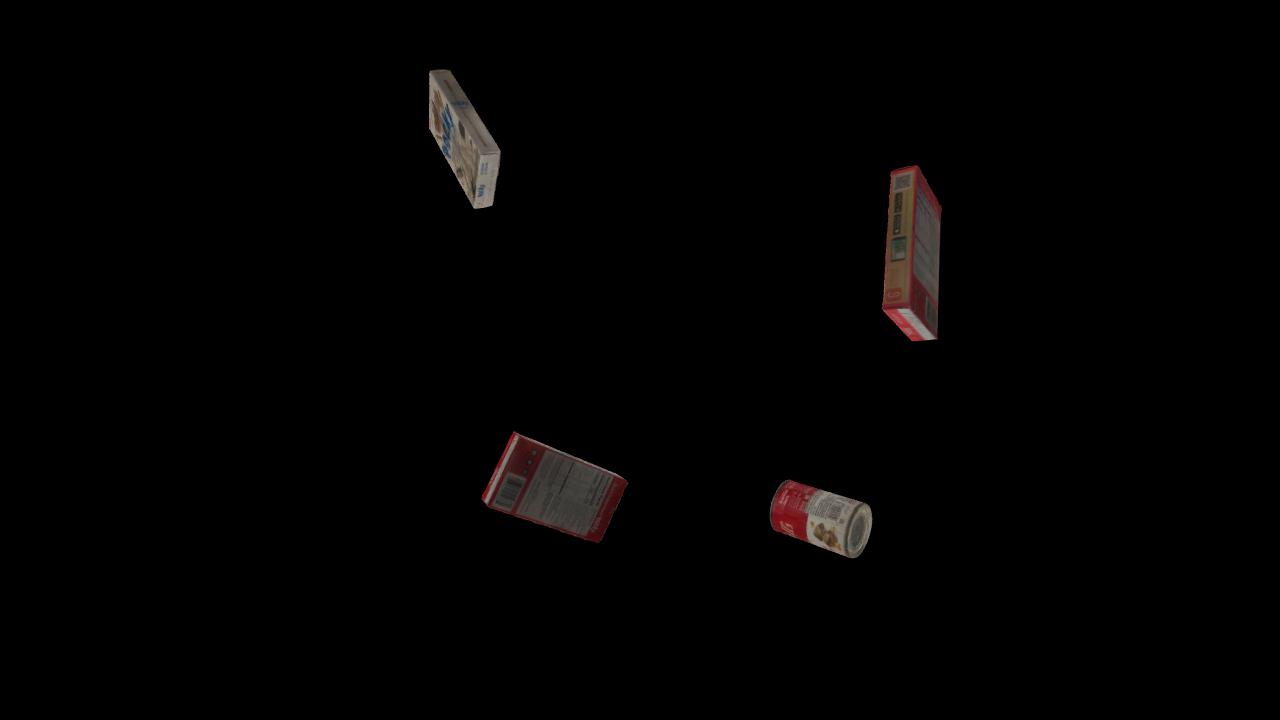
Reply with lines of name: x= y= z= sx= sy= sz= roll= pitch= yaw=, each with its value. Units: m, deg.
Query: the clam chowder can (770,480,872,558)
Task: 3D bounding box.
clam chowder can: x=0.219 y=0.191 z=0.747 sx=0.102 sy=0.068 sz=0.068 roll=10 pitch=7 yaw=42

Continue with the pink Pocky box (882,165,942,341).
pink Pocky box: x=0.272 y=-0.104 z=0.610 sx=0.029 sy=0.155 sz=0.084 roll=-5 pitch=-22 yaw=41

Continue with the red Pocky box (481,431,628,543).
red Pocky box: x=-0.093 y=0.147 z=0.696 sx=0.155 sy=0.083 sz=0.028 roll=29 pitch=-8 yaw=-32

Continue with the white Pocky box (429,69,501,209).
white Pocky box: x=-0.212 y=-0.264 z=0.734 sx=0.028 sy=0.154 sz=0.084 roll=-19 pitch=-26 yaw=-30
